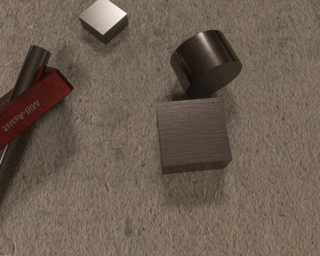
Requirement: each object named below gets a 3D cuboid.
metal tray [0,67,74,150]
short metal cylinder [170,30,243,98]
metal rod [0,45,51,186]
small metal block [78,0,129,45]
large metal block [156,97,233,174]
[{"bbox_3d":[-0.177,-0.024,0.382,0.130,0.090,0.030,-44,121,-14],"label":"metal tray"},{"bbox_3d":[0.060,-0.083,0.410,0.080,0.080,0.050,-22,72,-8],"label":"short metal cylinder"},{"bbox_3d":[-0.192,0.045,0.359,0.025,0.025,0.299,17,82,5],"label":"metal rod"},{"bbox_3d":[-0.084,-0.162,0.466,0.050,0.025,0.050,39,74,12],"label":"small metal block"},{"bbox_3d":[0.040,0.011,0.391,0.081,0.050,0.080,-5,70,-2],"label":"large metal block"}]
